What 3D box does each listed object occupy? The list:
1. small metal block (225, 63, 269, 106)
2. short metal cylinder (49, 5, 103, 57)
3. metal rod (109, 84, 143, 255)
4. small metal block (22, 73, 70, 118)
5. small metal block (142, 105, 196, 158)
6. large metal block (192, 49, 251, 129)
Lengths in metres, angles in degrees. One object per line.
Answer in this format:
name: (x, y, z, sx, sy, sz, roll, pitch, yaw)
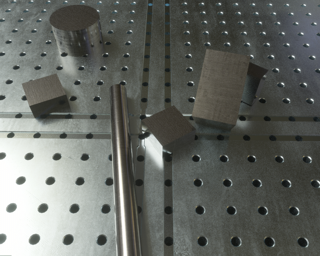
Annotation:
small metal block: (0.122, -0.068, 0.450, 0.050, 0.050, 0.025, 30, 54, 23)
short metal cylinder: (-0.141, -0.167, 0.530, 0.081, 0.050, 0.080, 0, 50, 0)
metal rod: (-0.041, 0.059, 0.357, 0.025, 0.025, 0.300, -6, 50, -5)
small metal block: (-0.164, -0.047, 0.445, 0.050, 0.025, 0.050, -21, 53, -17)
small metal block: (0.011, 0.004, 0.405, 0.050, 0.025, 0.050, -26, 55, -21)
large metal block: (0.075, -0.045, 0.390, 0.050, 0.080, 0.080, 12, 88, 10)
